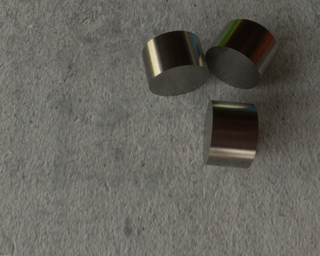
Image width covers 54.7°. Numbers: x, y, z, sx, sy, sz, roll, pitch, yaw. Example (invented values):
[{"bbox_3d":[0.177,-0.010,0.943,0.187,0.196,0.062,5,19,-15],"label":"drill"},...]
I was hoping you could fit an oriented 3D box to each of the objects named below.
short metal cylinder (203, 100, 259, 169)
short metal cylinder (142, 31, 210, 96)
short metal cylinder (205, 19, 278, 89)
[{"bbox_3d":[0.083,0.007,0.377,0.050,0.080,0.080,5,70,1],"label":"short metal cylinder"},{"bbox_3d":[0.020,-0.083,0.409,0.081,0.080,0.050,-10,71,-4],"label":"short metal cylinder"},{"bbox_3d":[0.108,-0.098,0.416,0.080,0.080,0.050,32,73,10],"label":"short metal cylinder"}]
